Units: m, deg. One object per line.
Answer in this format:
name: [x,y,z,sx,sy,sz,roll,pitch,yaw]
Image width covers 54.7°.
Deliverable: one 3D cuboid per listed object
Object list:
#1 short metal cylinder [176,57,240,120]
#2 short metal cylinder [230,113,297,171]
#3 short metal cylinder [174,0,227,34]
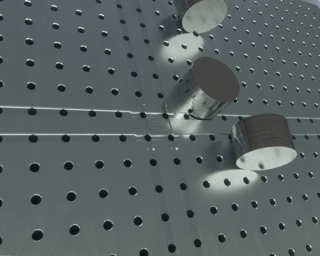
short metal cylinder: [0.071,-0.060,0.466,0.081,0.050,0.080,13,56,-21]
short metal cylinder: [0.144,0.022,0.437,0.081,0.080,0.050,11,57,-23]
short metal cylinder: [0.070,-0.212,0.539,0.081,0.080,0.050,-3,63,-29]
